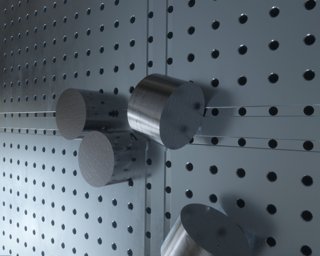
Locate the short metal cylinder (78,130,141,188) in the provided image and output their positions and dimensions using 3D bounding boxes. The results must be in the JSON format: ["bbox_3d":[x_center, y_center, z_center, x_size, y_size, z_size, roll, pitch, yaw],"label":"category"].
[{"bbox_3d":[-0.075,0.044,0.455,0.080,0.050,0.079,0,91,40],"label":"short metal cylinder"}]

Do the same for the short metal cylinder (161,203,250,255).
[{"bbox_3d":[0.048,0.128,0.334,0.080,0.081,0.050,39,114,33],"label":"short metal cylinder"}]

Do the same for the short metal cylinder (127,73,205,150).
[{"bbox_3d":[0.009,-0.020,0.367,0.050,0.081,0.079,23,104,38],"label":"short metal cylinder"}]

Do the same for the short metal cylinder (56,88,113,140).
[{"bbox_3d":[-0.122,-0.021,0.494,0.080,0.050,0.079,0,90,40],"label":"short metal cylinder"}]
